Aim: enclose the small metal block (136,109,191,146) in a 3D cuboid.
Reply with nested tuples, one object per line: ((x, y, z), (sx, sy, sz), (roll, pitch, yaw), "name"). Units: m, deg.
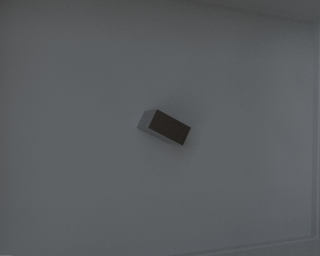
((0.004, -0.001, 0.400), (0.050, 0.050, 0.025), (28, 81, -18), "small metal block")
